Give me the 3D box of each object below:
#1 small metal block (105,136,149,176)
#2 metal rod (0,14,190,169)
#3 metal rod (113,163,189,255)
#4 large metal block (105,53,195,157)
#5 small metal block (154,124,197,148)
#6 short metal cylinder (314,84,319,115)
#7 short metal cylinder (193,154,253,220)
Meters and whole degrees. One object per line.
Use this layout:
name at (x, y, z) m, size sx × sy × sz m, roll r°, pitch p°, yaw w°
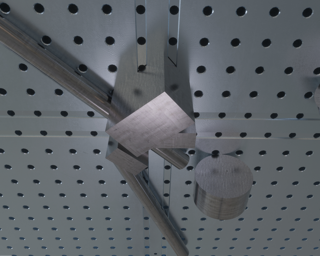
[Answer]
small metal block at (-0.043, 0.028, 0.419) m, size 0.050 × 0.050 × 0.025 m, roll 35°, pitch 122°, yaw -26°
metal rod at (-0.072, -0.031, 0.384) m, size 0.025 × 0.025 × 0.301 m, roll -37°, pitch 121°, yaw 27°
metal rod at (-0.006, 0.147, 0.536) m, size 0.025 × 0.025 × 0.299 m, roll -16°, pitch 129°, yaw 13°
large metal block at (-0.011, -0.026, 0.353) m, size 0.080 × 0.080 × 0.050 m, roll -32°, pitch 123°, yaw 24°
small metal block at (0.018, -0.001, 0.395) m, size 0.050 × 0.050 × 0.025 m, roll 0°, pitch 130°, yaw -1°
short metal cylinder at (0.227, -0.026, 0.355) m, size 0.080 × 0.080 × 0.050 m, roll -24°, pitch 126°, yaw 19°
short metal cylinder at (0.089, 0.084, 0.448) m, size 0.080 × 0.080 × 0.050 m, roll -1°, pitch 130°, yaw 1°
